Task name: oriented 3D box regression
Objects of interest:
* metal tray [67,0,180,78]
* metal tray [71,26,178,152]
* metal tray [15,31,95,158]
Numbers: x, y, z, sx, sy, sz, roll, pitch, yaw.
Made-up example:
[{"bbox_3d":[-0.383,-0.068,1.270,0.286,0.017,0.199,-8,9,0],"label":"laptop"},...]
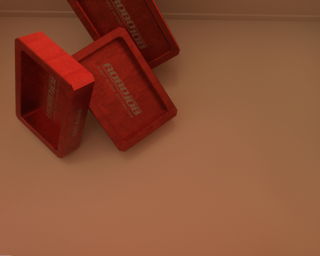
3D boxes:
[{"bbox_3d":[-0.043,-0.134,0.399,0.090,0.030,0.130,-28,115,11],"label":"metal tray"},{"bbox_3d":[-0.050,-0.047,0.389,0.090,0.030,0.130,-36,104,-10],"label":"metal tray"},{"bbox_3d":[-0.129,-0.034,0.365,0.090,0.129,0.030,40,47,13],"label":"metal tray"}]
